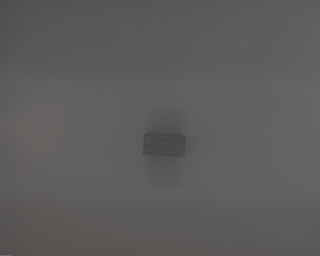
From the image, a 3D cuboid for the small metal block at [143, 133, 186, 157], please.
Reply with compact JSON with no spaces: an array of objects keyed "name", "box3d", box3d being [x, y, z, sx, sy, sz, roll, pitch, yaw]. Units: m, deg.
[{"name":"small metal block","box3d":[0.005,0.021,0.399,0.050,0.050,0.025,3,90,0]}]
